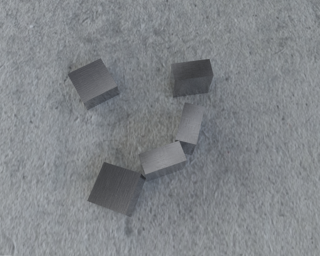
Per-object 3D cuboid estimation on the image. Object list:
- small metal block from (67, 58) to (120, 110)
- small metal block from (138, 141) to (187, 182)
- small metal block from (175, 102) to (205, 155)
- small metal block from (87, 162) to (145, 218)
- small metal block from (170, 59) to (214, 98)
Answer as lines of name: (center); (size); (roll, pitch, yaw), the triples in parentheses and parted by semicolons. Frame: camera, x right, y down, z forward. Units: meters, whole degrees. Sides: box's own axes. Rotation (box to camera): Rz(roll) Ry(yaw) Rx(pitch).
small metal block: (-0.091, -0.061, 0.429); (0.050, 0.025, 0.050); (-28, 73, -10)
small metal block: (0.003, 0.042, 0.380); (0.050, 0.050, 0.025); (-18, 72, -7)
small metal block: (0.036, 0.002, 0.395); (0.025, 0.050, 0.050); (14, 71, 4)
small metal block: (-0.051, 0.075, 0.375); (0.050, 0.025, 0.050); (15, 70, 16)
small metal block: (0.041, -0.066, 0.420); (0.050, 0.050, 0.025); (-8, 71, -3)
